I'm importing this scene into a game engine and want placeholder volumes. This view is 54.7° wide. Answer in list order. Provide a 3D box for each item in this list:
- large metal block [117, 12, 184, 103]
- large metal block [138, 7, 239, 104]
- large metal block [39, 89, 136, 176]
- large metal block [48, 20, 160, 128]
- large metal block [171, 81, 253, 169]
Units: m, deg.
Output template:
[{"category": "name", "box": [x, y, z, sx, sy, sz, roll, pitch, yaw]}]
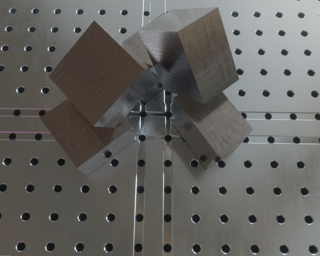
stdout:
[{"category": "large metal block", "box": [-0.008, -0.091, 0.414, 0.080, 0.080, 0.050, -40, 75, -13]}, {"category": "large metal block", "box": [0.030, -0.081, 0.337, 0.050, 0.080, 0.080, -36, 32, -17]}, {"category": "large metal block", "box": [-0.089, 0.001, 0.396, 0.080, 0.050, 0.080, -38, 75, -13]}, {"category": "large metal block", "box": [-0.062, -0.057, 0.349, 0.080, 0.050, 0.080, 46, 101, 14]}, {"category": "large metal block", "box": [0.059, -0.003, 0.383, 0.050, 0.080, 0.080, -32, 74, -11]}]
